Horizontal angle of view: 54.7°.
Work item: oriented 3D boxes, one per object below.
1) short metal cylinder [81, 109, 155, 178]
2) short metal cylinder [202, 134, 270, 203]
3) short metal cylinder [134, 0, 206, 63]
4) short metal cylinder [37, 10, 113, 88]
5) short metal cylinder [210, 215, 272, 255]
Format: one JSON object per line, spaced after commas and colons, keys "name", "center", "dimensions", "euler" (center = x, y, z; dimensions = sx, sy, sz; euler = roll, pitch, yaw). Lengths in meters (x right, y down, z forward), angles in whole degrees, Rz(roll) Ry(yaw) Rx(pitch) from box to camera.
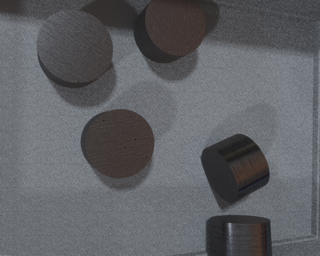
{"name": "short metal cylinder", "center": [-0.053, 0.018, 0.378], "dimensions": [0.081, 0.050, 0.079], "euler": [0, 90, -20]}
{"name": "short metal cylinder", "center": [0.100, 0.054, 0.420], "dimensions": [0.050, 0.080, 0.080], "euler": [-23, 98, -19]}
{"name": "short metal cylinder", "center": [0.011, -0.129, 0.402], "dimensions": [0.081, 0.050, 0.079], "euler": [0, 90, -21]}
{"name": "short metal cylinder", "center": [-0.100, -0.089, 0.361], "dimensions": [0.081, 0.050, 0.079], "euler": [0, 90, -21]}
{"name": "short metal cylinder", "center": [0.109, 0.149, 0.420], "dimensions": [0.081, 0.080, 0.050], "euler": [3, 81, -20]}
